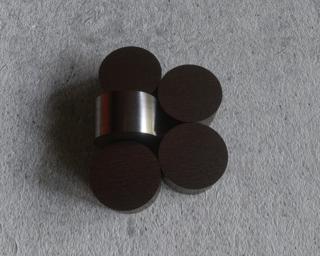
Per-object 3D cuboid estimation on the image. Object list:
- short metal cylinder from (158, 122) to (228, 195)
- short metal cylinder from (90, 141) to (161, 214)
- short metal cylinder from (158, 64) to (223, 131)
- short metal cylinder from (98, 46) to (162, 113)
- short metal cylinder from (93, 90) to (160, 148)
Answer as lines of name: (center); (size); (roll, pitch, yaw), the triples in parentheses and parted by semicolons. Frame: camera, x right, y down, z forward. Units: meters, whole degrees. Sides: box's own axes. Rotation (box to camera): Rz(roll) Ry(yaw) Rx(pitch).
short metal cylinder: (0.039, 0.039, 0.381); (0.080, 0.050, 0.080); (0, 70, 1)
short metal cylinder: (-0.039, 0.061, 0.373); (0.080, 0.050, 0.080); (0, 70, 1)
short metal cylinder: (0.038, -0.036, 0.409); (0.081, 0.050, 0.080); (0, 71, 0)
short metal cylinder: (-0.038, -0.062, 0.418); (0.080, 0.050, 0.080); (0, 70, 1)
short metal cylinder: (-0.041, -0.006, 0.382); (0.081, 0.080, 0.050); (-3, 70, -1)
